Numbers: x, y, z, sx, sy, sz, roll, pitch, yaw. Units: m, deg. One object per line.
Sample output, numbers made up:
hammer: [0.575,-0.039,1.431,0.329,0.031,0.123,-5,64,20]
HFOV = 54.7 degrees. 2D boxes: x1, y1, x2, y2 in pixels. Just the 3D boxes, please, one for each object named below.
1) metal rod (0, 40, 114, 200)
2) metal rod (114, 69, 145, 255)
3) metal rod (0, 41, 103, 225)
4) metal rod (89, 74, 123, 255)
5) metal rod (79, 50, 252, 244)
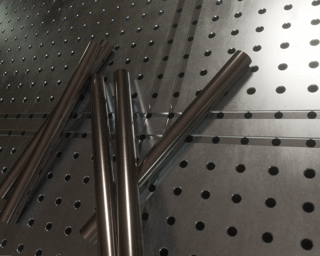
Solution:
metal rod: [-0.165,-0.022,0.505,0.025,0.025,0.300,20,72,35]
metal rod: [-0.043,0.024,0.387,0.025,0.025,0.300,-23,45,14]
metal rod: [-0.161,-0.002,0.475,0.025,0.025,0.299,13,73,33]
metal rod: [-0.076,0.026,0.408,0.025,0.025,0.300,-26,46,12]
metal rod: [0.011,0.019,0.389,0.300,0.025,0.025,-49,52,-7]
